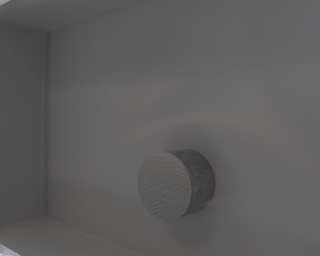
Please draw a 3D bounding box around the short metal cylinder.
[{"bbox_3d":[0.019,0.067,0.376,0.080,0.050,0.080,0,90,40],"label":"short metal cylinder"}]
